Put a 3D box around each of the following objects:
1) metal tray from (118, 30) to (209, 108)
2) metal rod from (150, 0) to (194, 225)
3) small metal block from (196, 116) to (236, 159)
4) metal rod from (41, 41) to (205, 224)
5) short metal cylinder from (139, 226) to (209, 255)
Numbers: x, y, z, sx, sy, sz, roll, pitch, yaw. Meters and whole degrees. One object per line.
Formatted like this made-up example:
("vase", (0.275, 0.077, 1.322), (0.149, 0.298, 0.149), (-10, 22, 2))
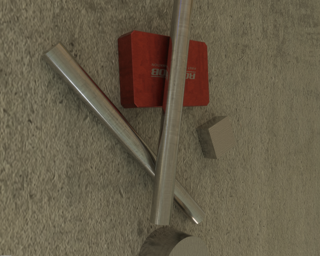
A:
("metal tray", (0.009, -0.072, 0.409), (0.131, 0.030, 0.089), (-5, 93, -40))
("metal rod", (0.016, -0.036, 0.378), (0.025, 0.025, 0.298), (10, 84, -40))
("small metal block", (0.087, 0.014, 0.478), (0.050, 0.025, 0.050), (-30, 109, -36))
("metal rod", (-0.028, 0.024, 0.381), (0.300, 0.025, 0.025), (52, 60, -28))
("short metal cylinder", (0.018, 0.175, 0.404), (0.081, 0.050, 0.079), (0, 90, -40))
